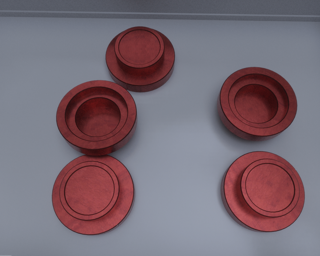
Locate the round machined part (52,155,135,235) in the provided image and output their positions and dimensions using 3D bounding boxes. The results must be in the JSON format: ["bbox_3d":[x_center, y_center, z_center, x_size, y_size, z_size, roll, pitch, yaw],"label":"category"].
[{"bbox_3d":[-0.080,0.077,0.371,0.099,0.042,0.098,0,70,-1],"label":"round machined part"}]

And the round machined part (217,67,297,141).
[{"bbox_3d":[0.125,-0.028,0.413,0.099,0.042,0.098,0,70,-1],"label":"round machined part"}]

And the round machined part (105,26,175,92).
[{"bbox_3d":[-0.028,-0.103,0.438,0.099,0.042,0.098,0,70,-1],"label":"round machined part"}]

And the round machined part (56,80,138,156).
[{"bbox_3d":[-0.078,-0.010,0.400,0.099,0.042,0.098,1,65,-1],"label":"round machined part"}]

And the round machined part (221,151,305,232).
[{"bbox_3d":[0.127,0.075,0.375,0.099,0.042,0.098,0,70,-1],"label":"round machined part"}]
